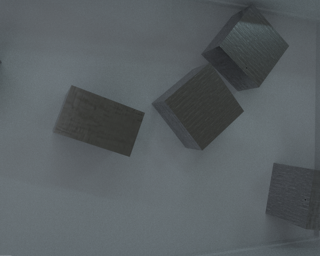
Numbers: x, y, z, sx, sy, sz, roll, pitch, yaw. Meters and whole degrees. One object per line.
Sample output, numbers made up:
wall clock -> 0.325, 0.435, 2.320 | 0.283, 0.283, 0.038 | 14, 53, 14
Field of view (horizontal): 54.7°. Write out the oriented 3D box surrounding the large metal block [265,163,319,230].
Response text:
large metal block -> 0.209, 0.099, 0.458 | 0.050, 0.080, 0.080 | 12, 86, -20

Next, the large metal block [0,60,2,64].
large metal block -> -0.212, -0.065, 0.303 | 0.080, 0.080, 0.050 | -46, 105, -14

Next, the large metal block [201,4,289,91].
large metal block -> 0.121, -0.111, 0.441 | 0.080, 0.050, 0.080 | 42, 77, -16

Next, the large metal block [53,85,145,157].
large metal block -> -0.073, -0.006, 0.354 | 0.080, 0.080, 0.050 | 20, 83, -19

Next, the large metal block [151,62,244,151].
large metal block -> 0.050, -0.028, 0.415 | 0.080, 0.050, 0.080 | -41, 103, -15
